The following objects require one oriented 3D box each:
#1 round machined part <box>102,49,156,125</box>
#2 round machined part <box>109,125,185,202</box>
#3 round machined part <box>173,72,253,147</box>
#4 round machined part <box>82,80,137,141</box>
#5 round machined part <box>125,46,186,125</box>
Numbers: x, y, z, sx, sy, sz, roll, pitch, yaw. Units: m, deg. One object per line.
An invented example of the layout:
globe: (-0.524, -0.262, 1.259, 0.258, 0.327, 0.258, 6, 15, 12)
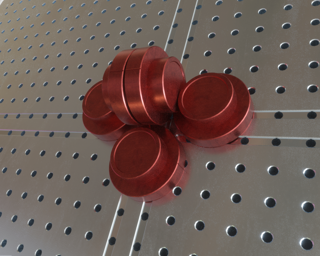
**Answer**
round machined part: (-0.038, -0.053, 0.404, 0.042, 0.098, 0.098, 1, 62, 29)
round machined part: (-0.022, 0.038, 0.384, 0.098, 0.042, 0.098, -13, 56, 20)
round machined part: (0.061, -0.029, 0.381, 0.098, 0.042, 0.098, -13, 56, 20)
round machined part: (-0.074, -0.034, 0.455, 0.098, 0.042, 0.098, -13, 56, 20)
round machined part: (0.001, -0.053, 0.385, 0.042, 0.098, 0.098, -1, 62, 28)
